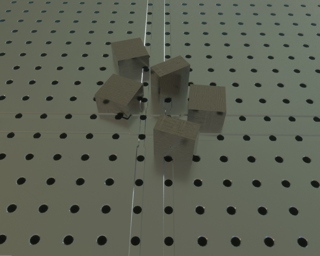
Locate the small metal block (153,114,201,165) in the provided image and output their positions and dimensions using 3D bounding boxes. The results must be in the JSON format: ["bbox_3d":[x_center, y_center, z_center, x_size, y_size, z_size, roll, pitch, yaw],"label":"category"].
[{"bbox_3d":[0.020,0.014,0.380,0.050,0.050,0.025,15,52,12],"label":"small metal block"}]

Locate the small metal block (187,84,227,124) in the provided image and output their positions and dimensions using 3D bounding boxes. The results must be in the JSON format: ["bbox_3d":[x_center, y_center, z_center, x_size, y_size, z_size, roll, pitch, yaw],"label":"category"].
[{"bbox_3d":[0.066,-0.034,0.437,0.050,0.025,0.050,5,50,3],"label":"small metal block"}]

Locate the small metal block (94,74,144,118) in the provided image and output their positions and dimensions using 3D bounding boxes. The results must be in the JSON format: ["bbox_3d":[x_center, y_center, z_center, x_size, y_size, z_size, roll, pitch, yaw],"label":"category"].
[{"bbox_3d":[-0.057,-0.047,0.447,0.050,0.025,0.050,20,53,15],"label":"small metal block"}]

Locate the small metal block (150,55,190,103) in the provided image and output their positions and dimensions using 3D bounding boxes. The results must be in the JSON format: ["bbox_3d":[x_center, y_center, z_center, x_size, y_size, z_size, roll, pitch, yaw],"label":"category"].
[{"bbox_3d":[0.015,-0.071,0.451,0.050,0.050,0.025,-26,55,-20],"label":"small metal block"}]

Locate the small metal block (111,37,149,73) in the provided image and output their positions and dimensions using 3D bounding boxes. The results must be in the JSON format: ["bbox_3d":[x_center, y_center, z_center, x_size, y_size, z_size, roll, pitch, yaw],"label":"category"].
[{"bbox_3d":[-0.049,-0.120,0.508,0.050,0.025,0.050,-14,52,-12],"label":"small metal block"}]
